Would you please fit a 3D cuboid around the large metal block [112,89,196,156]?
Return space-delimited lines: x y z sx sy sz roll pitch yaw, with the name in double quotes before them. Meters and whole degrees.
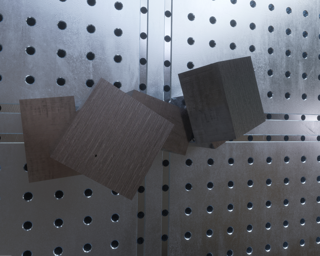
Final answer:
"large metal block" -0.013 -0.005 0.379 0.081 0.080 0.050 20 84 -19

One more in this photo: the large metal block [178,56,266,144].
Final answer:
"large metal block" 0.073 -0.034 0.355 0.081 0.050 0.080 -22 99 -48

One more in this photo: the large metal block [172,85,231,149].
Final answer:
"large metal block" 0.076 -0.027 0.429 0.080 0.050 0.080 -32 101 -18

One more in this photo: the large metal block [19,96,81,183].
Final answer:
"large metal block" -0.119 0.010 0.339 0.050 0.080 0.079 -7 93 -20

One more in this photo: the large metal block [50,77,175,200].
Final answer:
"large metal block" -0.047 0.010 0.296 0.080 0.050 0.080 33 79 -17
